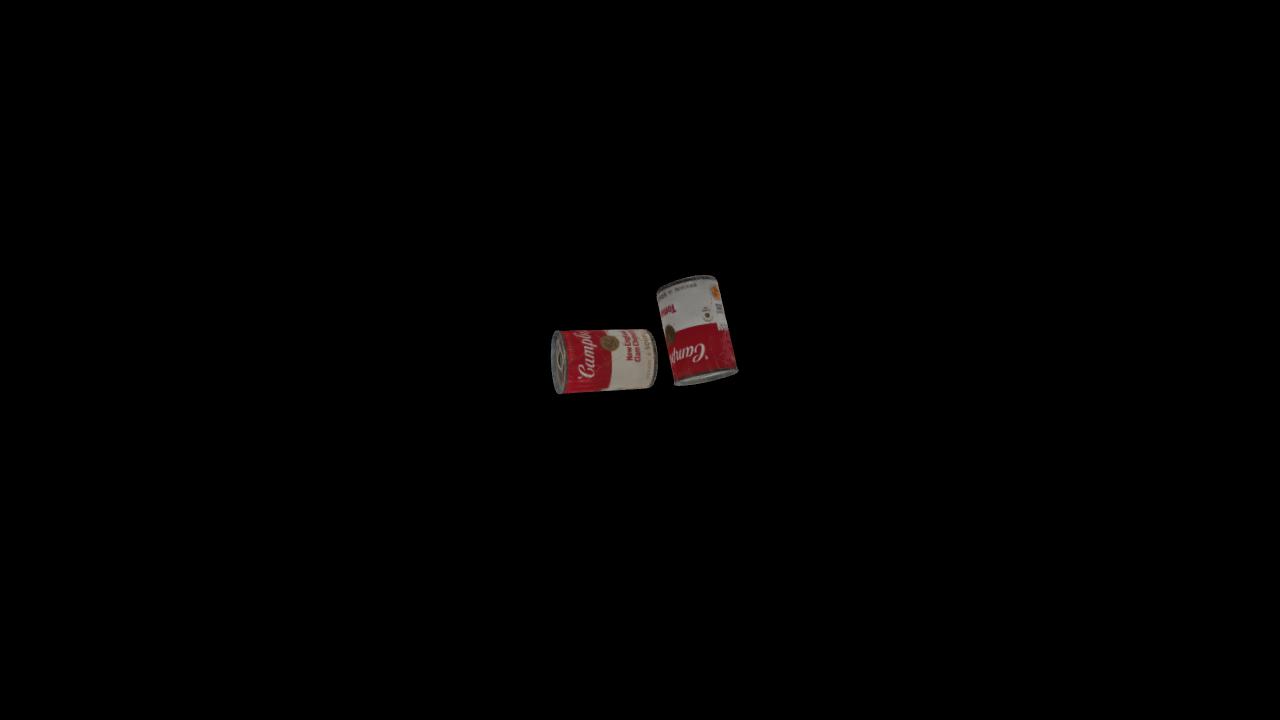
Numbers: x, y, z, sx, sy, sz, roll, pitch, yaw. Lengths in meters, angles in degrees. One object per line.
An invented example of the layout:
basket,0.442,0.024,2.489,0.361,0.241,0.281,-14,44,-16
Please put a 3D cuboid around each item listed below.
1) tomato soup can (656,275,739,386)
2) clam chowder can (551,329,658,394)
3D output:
tomato soup can,0.058,-0.030,0.634,0.068,0.101,0.068,-11,-9,-2
clam chowder can,-0.039,0.001,0.660,0.102,0.068,0.068,-2,1,-20
